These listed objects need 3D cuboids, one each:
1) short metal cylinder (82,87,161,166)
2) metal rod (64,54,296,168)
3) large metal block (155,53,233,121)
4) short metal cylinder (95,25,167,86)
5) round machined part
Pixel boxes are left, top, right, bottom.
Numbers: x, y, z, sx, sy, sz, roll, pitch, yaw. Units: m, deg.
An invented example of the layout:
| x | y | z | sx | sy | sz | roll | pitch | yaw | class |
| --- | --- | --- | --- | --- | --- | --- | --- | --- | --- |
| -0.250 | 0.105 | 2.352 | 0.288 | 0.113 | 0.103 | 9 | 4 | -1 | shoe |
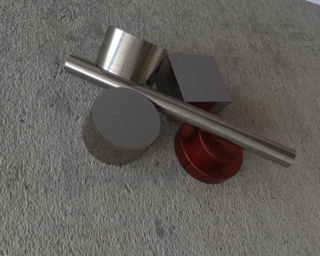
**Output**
| x | y | z | sx | sy | sz | roll | pitch | yaw | class |
| --- | --- | --- | --- | --- | --- | --- | --- | --- | --- |
| -0.046 | -0.001 | 0.366 | 0.081 | 0.050 | 0.080 | 14 | 56 | -21 | short metal cylinder |
| 0.023 | -0.023 | 0.388 | 0.301 | 0.025 | 0.025 | 24 | 52 | 3 | metal rod |
| 0.045 | -0.058 | 0.446 | 0.081 | 0.050 | 0.080 | -3 | 63 | -30 | large metal block |
| -0.037 | -0.094 | 0.402 | 0.080 | 0.050 | 0.080 | 22 | 14 | -6 | short metal cylinder |
| 0.072 | 0.023 | 0.418 | 0.099 | 0.042 | 0.098 | 14 | 56 | -21 | round machined part |
